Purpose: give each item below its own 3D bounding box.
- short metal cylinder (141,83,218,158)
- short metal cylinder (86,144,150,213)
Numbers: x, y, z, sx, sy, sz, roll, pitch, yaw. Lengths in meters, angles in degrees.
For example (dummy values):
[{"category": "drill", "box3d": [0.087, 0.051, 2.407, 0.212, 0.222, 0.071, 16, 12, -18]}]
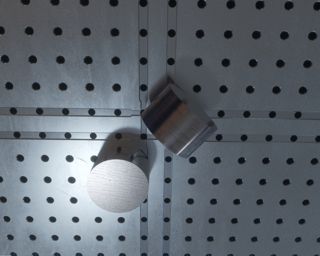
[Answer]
[{"category": "short metal cylinder", "box3d": [0.024, -0.009, 0.381, 0.080, 0.080, 0.050, 40, 105, -14]}, {"category": "short metal cylinder", "box3d": [-0.055, 0.068, 0.424, 0.081, 0.050, 0.079, 0, 110, 0]}]
